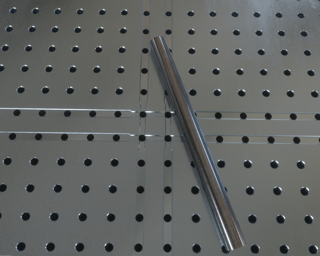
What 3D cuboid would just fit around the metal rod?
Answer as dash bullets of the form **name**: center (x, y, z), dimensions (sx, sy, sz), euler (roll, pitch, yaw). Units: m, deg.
- **metal rod**: center (0.043, 0.006, 0.410), dimensions (0.025, 0.025, 0.299), euler (-17, 71, -6)
